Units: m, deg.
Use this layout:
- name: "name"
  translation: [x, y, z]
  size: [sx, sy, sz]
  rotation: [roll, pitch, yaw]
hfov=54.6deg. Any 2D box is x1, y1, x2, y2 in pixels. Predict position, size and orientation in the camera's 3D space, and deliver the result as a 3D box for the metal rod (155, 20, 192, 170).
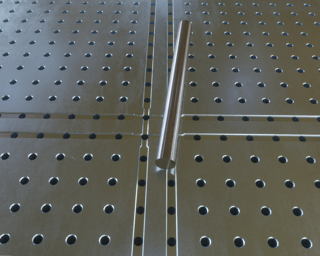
- name: "metal rod"
  translation: [0.026, -0.071, 0.467]
  size: [0.025, 0.025, 0.300]
  rotation: [6, 50, 5]
